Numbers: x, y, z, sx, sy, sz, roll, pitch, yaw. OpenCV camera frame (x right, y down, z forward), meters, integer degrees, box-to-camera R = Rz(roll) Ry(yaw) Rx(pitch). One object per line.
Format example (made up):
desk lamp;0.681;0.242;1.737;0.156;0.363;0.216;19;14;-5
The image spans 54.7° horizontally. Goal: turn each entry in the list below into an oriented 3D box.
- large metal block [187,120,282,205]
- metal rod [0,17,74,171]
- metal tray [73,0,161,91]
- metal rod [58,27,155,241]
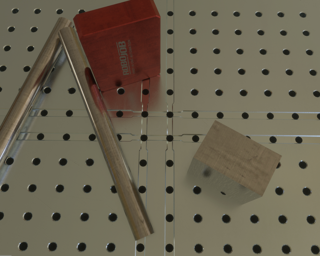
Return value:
large metal block;0.083;0.044;0.367;0.080;0.080;0.050;29;73;10
metal rod;-0.188;-0.025;0.419;0.025;0.025;0.299;17;71;6
metal tray;-0.047;-0.099;0.392;0.091;0.130;0.030;-18;71;-6
metal rod;-0.075;-0.004;0.404;0.025;0.025;0.299;-22;75;-8
